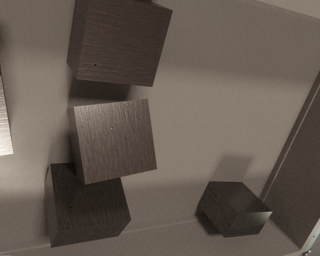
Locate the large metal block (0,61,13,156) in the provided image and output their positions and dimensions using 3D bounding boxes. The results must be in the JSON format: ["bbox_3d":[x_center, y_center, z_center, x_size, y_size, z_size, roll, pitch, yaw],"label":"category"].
[{"bbox_3d":[-0.184,-0.016,0.282,0.081,0.050,0.079,-8,122,-25],"label":"large metal block"}]

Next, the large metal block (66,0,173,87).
[{"bbox_3d":[-0.043,-0.091,0.313,0.081,0.050,0.079,2,118,-30],"label":"large metal block"}]

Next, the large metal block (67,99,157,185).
[{"bbox_3d":[-0.055,0.012,0.351,0.081,0.050,0.079,-9,94,-24],"label":"large metal block"}]

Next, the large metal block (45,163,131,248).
[{"bbox_3d":[-0.089,0.088,0.371,0.081,0.080,0.050,1,141,-29],"label":"large metal block"}]

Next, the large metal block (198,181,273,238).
[{"bbox_3d":[0.127,0.136,0.529,0.081,0.080,0.050,8,115,-32],"label":"large metal block"}]
